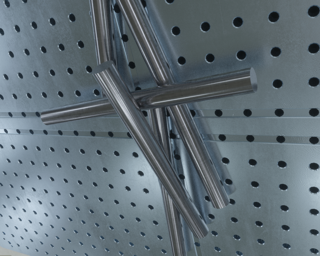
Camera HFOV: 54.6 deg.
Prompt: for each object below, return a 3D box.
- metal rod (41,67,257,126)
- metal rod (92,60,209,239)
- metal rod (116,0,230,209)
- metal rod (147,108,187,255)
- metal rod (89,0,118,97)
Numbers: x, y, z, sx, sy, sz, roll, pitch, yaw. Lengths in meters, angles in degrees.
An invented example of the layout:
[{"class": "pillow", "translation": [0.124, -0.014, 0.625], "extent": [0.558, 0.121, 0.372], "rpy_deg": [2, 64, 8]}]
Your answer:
[{"class": "metal rod", "translation": [-0.037, -0.031, 0.377], "extent": [0.300, 0.025, 0.025], "rpy_deg": [-7, 115, 31]}, {"class": "metal rod", "translation": [0.002, 0.048, 0.398], "extent": [0.025, 0.025, 0.299], "rpy_deg": [-7, 128, 31]}, {"class": "metal rod", "translation": [0.022, -0.024, 0.384], "extent": [0.025, 0.025, 0.299], "rpy_deg": [-14, 112, 34]}, {"class": "metal rod", "translation": [0.014, 0.092, 0.460], "extent": [0.025, 0.025, 0.298], "rpy_deg": [5, 121, 25]}, {"class": "metal rod", "translation": [-0.069, -0.154, 0.352], "extent": [0.025, 0.025, 0.298], "rpy_deg": [12, 124, 21]}]
